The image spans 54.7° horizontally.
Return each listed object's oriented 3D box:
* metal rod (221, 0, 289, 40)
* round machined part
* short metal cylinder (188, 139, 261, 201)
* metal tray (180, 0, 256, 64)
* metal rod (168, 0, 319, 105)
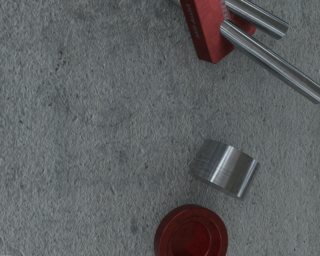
[{"bbox_3d":[0.031,-0.190,0.386,0.302,0.025,0.025,24,82,-12],"label":"metal rod"},{"bbox_3d":[0.038,0.150,0.415,0.099,0.042,0.097,0,90,-20],"label":"round machined part"},{"bbox_3d":[0.085,0.056,0.412,0.080,0.080,0.050,31,80,-18],"label":"short metal cylinder"},{"bbox_3d":[0.075,-0.162,0.403,0.090,0.030,0.130,-40,131,-16],"label":"metal tray"},{"bbox_3d":[0.098,-0.125,0.414,0.301,0.025,0.025,33,79,-6],"label":"metal rod"}]
